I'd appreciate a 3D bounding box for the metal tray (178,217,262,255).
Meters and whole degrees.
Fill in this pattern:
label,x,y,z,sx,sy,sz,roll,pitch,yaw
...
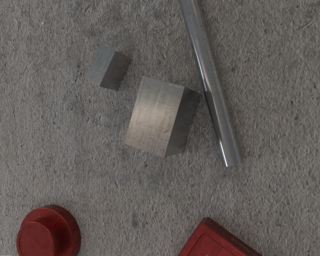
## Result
label,x,y,z,sx,sy,sz,roll,pitch,yaw
metal tray,0.084,0.184,0.376,0.130,0.030,0.090,33,101,16

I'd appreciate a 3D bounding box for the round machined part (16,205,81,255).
label,x,y,z,sx,sy,sz,roll,pitch,yaw
round machined part,-0.172,0.167,0.460,0.098,0.042,0.097,0,90,20

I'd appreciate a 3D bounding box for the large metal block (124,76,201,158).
label,x,y,z,sx,sy,sz,roll,pitch,yaw
large metal block,0.006,-0.013,0.377,0.050,0.080,0.080,18,96,19

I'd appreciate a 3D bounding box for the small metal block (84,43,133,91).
label,x,y,z,sx,sy,sz,roll,pitch,yaw
small metal block,-0.069,-0.081,0.420,0.025,0.050,0.050,30,100,17

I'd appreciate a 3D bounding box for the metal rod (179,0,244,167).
label,x,y,z,sx,sy,sz,roll,pitch,yaw
metal rod,0.053,-0.100,0.390,0.025,0.025,0.298,-16,85,19
